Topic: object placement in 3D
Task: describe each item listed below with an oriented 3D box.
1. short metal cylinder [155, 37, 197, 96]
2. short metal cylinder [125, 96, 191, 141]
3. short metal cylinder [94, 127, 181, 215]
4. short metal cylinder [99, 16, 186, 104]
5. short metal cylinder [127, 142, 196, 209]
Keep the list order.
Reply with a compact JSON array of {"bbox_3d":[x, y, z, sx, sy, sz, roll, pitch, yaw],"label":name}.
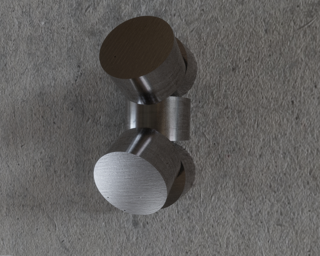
[{"bbox_3d":[0.003,-0.077,0.396,0.080,0.050,0.080,0,90,20],"label":"short metal cylinder"},{"bbox_3d":[-0.003,-0.011,0.383,0.080,0.080,0.050,2,91,20],"label":"short metal cylinder"},{"bbox_3d":[-0.023,0.046,0.335,0.080,0.050,0.079,9,121,16],"label":"short metal cylinder"},{"bbox_3d":[-0.017,-0.072,0.334,0.080,0.050,0.080,-8,62,15],"label":"short metal cylinder"},{"bbox_3d":[0.000,0.058,0.397,0.080,0.050,0.080,0,90,20],"label":"short metal cylinder"}]
